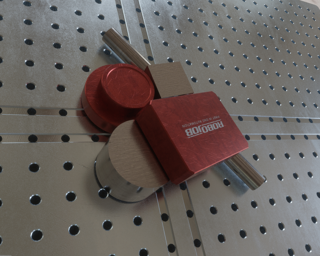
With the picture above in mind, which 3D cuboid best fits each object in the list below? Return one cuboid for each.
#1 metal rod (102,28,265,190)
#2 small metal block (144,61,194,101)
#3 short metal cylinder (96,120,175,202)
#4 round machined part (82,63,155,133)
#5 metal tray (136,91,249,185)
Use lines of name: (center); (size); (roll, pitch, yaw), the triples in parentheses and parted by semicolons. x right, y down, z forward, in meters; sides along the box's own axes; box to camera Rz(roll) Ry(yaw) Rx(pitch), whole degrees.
metal rod: (0.031, -0.029, 0.438); (0.300, 0.025, 0.025); (45, 51, 3)
small metal block: (0.010, -0.059, 0.415); (0.050, 0.025, 0.050); (-13, 71, -28)
short metal cylinder: (-0.026, 0.037, 0.350); (0.081, 0.050, 0.080); (14, 56, -21)
round machined part: (-0.046, -0.043, 0.393); (0.099, 0.042, 0.098); (13, 57, -20)
metal tray: (0.044, 0.005, 0.371); (0.131, 0.030, 0.090); (-14, 69, -47)
